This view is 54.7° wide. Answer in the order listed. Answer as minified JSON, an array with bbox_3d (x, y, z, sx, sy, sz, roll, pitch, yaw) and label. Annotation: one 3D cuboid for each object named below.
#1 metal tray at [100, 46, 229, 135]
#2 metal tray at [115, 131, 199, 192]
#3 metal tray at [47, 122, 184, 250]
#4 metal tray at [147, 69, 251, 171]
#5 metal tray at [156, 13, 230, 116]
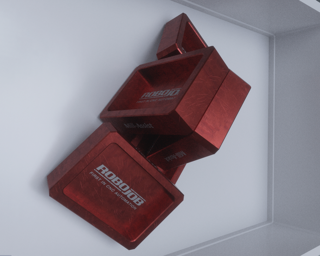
[{"bbox_3d":[0.000,-0.037,0.336,0.030,0.130,0.090,48,62,-29],"label":"metal tray"},{"bbox_3d":[0.008,0.007,0.409,0.090,0.030,0.130,47,62,-30],"label":"metal tray"},{"bbox_3d":[-0.044,0.068,0.343,0.090,0.030,0.130,-45,120,-4],"label":"metal tray"},{"bbox_3d":[0.039,-0.003,0.355,0.030,0.130,0.090,37,65,-9],"label":"metal tray"},{"bbox_3d":[0.052,-0.081,0.424,0.130,0.030,0.090,46,37,-30],"label":"metal tray"}]
